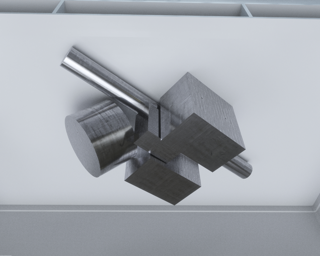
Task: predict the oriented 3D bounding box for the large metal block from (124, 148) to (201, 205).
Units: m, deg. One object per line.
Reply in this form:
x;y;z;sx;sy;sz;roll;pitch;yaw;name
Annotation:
0.004;0.042;0.408;0.080;0.080;0.050;32;123;-25;large metal block

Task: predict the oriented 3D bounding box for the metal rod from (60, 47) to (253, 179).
0.013;-0.007;0.403;0.301;0.025;0.025;32;123;-25;metal rod

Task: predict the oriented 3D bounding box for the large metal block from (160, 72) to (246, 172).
0.048;-0.007;0.367;0.080;0.080;0.050;33;123;-25;large metal block

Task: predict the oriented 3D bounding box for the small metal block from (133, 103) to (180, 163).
-0.002;0.006;0.366;0.050;0.050;0.025;33;122;-25;small metal block

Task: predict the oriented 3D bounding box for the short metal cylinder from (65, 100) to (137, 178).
-0.072;0.012;0.373;0.050;0.080;0.079;-28;138;-30;short metal cylinder
